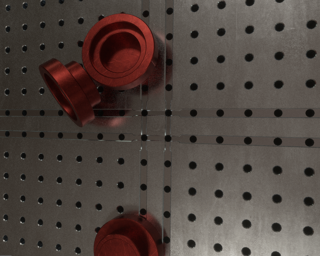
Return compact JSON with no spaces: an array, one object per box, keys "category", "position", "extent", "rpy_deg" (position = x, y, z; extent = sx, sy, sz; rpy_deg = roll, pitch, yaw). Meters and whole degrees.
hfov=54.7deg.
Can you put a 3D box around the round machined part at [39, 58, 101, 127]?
[{"category":"round machined part","position":[-0.118,-0.052,0.425],"extent":[0.042,0.098,0.098],"rpy_deg":[-37,76,-20]}]

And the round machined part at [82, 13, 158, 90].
[{"category":"round machined part","position":[-0.050,-0.098,0.414],"extent":[0.098,0.042,0.097],"rpy_deg":[-2,82,12]}]

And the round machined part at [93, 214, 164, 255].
[{"category":"round machined part","position":[-0.048,0.171,0.419],"extent":[0.098,0.042,0.097],"rpy_deg":[0,90,19]}]
